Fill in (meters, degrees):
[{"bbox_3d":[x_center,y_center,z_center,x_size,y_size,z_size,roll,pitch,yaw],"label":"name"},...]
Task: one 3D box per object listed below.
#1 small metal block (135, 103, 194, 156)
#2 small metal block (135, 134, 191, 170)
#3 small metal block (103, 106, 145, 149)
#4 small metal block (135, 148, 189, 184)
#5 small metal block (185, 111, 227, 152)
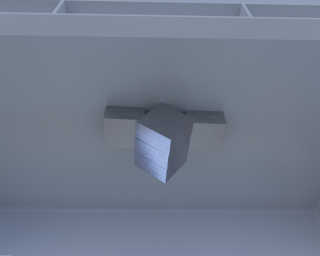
[{"bbox_3d":[0.006,0.000,0.377,0.050,0.050,0.025,27,134,25],"label":"small metal block"},{"bbox_3d":[0.004,0.019,0.394,0.050,0.050,0.025,27,135,25],"label":"small metal block"},{"bbox_3d":[-0.046,0.000,0.407,0.050,0.025,0.050,3,130,-3],"label":"small metal block"},{"bbox_3d":[0.002,0.038,0.410,0.050,0.050,0.025,27,135,25],"label":"small metal block"},{"bbox_3d":[0.057,0.005,0.413,0.050,0.025,0.050,2,130,-3],"label":"small metal block"}]
